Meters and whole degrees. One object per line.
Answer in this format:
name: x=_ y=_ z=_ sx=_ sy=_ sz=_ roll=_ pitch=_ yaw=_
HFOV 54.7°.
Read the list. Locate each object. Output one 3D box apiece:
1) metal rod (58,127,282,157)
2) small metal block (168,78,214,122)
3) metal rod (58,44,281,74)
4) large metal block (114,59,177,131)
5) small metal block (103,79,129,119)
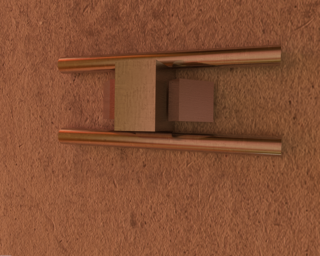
metal rod: x=-0.001 y=0.017 z=0.410 sx=0.301 sy=0.025 sz=0.025 roll=2 pitch=91 yaw=19
small metal block: x=0.038 y=-0.033 z=0.381 sx=0.025 sy=0.050 sz=0.050 roll=1 pitch=90 yaw=61
metal rod: x=-0.002 y=-0.089 z=0.410 sx=0.301 sy=0.025 sz=0.025 roll=2 pitch=91 yaw=19
large metal block: x=-0.015 y=-0.037 z=0.388 sx=0.050 sy=0.080 sz=0.079 roll=1 pitch=90 yaw=20
small metal block: x=-0.059 y=-0.037 z=0.415 sx=0.025 sy=0.050 sz=0.050 roll=1 pitch=91 yaw=-20
